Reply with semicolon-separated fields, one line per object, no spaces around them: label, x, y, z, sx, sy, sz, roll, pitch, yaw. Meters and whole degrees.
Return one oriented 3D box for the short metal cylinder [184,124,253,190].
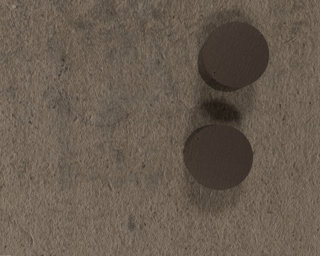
short metal cylinder;0.072;0.035;0.399;0.081;0.050;0.079;0;90;-1

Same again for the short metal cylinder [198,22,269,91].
short metal cylinder;0.092;-0.089;0.399;0.081;0.050;0.079;0;90;-1
